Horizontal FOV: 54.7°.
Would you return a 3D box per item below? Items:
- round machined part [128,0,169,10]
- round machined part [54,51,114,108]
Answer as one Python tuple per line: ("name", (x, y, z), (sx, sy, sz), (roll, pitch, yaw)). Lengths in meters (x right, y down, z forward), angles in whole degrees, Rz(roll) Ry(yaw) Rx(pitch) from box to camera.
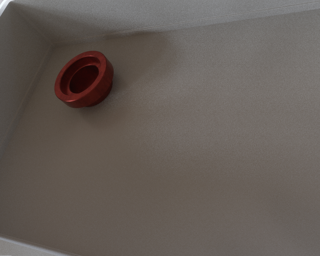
("round machined part", (-0.014, -0.253, 0.558), (0.098, 0.042, 0.098), (-13, 56, 20))
("round machined part", (-0.116, -0.073, 0.498), (0.098, 0.042, 0.098), (-13, 56, 20))
